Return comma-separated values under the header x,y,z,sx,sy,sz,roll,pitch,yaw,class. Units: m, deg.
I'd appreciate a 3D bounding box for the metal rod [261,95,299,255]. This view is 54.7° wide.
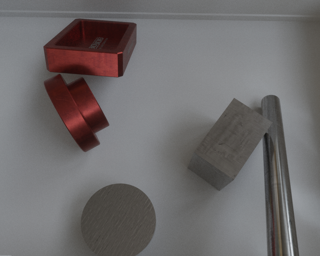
x,y,z,sx,sy,sz,roll,pitch,yaw,class
0.120,0.059,0.315,0.025,0.025,0.301,14,42,5,metal rod

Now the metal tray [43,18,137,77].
x,y,z,sx,sy,sz,roll,pitch,yaw,class
-0.084,-0.110,0.408,0.091,0.030,0.130,5,33,1,metal tray

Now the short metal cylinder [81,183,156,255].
x,y,z,sx,sy,sz,roll,pitch,yaw,class
-0.045,0.108,0.356,0.081,0.050,0.080,0,70,0,short metal cylinder

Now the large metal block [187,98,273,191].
x,y,z,sx,sy,sz,roll,pitch,yaw,class
0.080,0.023,0.373,0.050,0.080,0.080,35,74,11,large metal block

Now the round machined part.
x,y,z,sx,sy,sz,roll,pitch,yaw,class
-0.096,-0.023,0.378,0.042,0.098,0.098,-29,73,-9,round machined part
